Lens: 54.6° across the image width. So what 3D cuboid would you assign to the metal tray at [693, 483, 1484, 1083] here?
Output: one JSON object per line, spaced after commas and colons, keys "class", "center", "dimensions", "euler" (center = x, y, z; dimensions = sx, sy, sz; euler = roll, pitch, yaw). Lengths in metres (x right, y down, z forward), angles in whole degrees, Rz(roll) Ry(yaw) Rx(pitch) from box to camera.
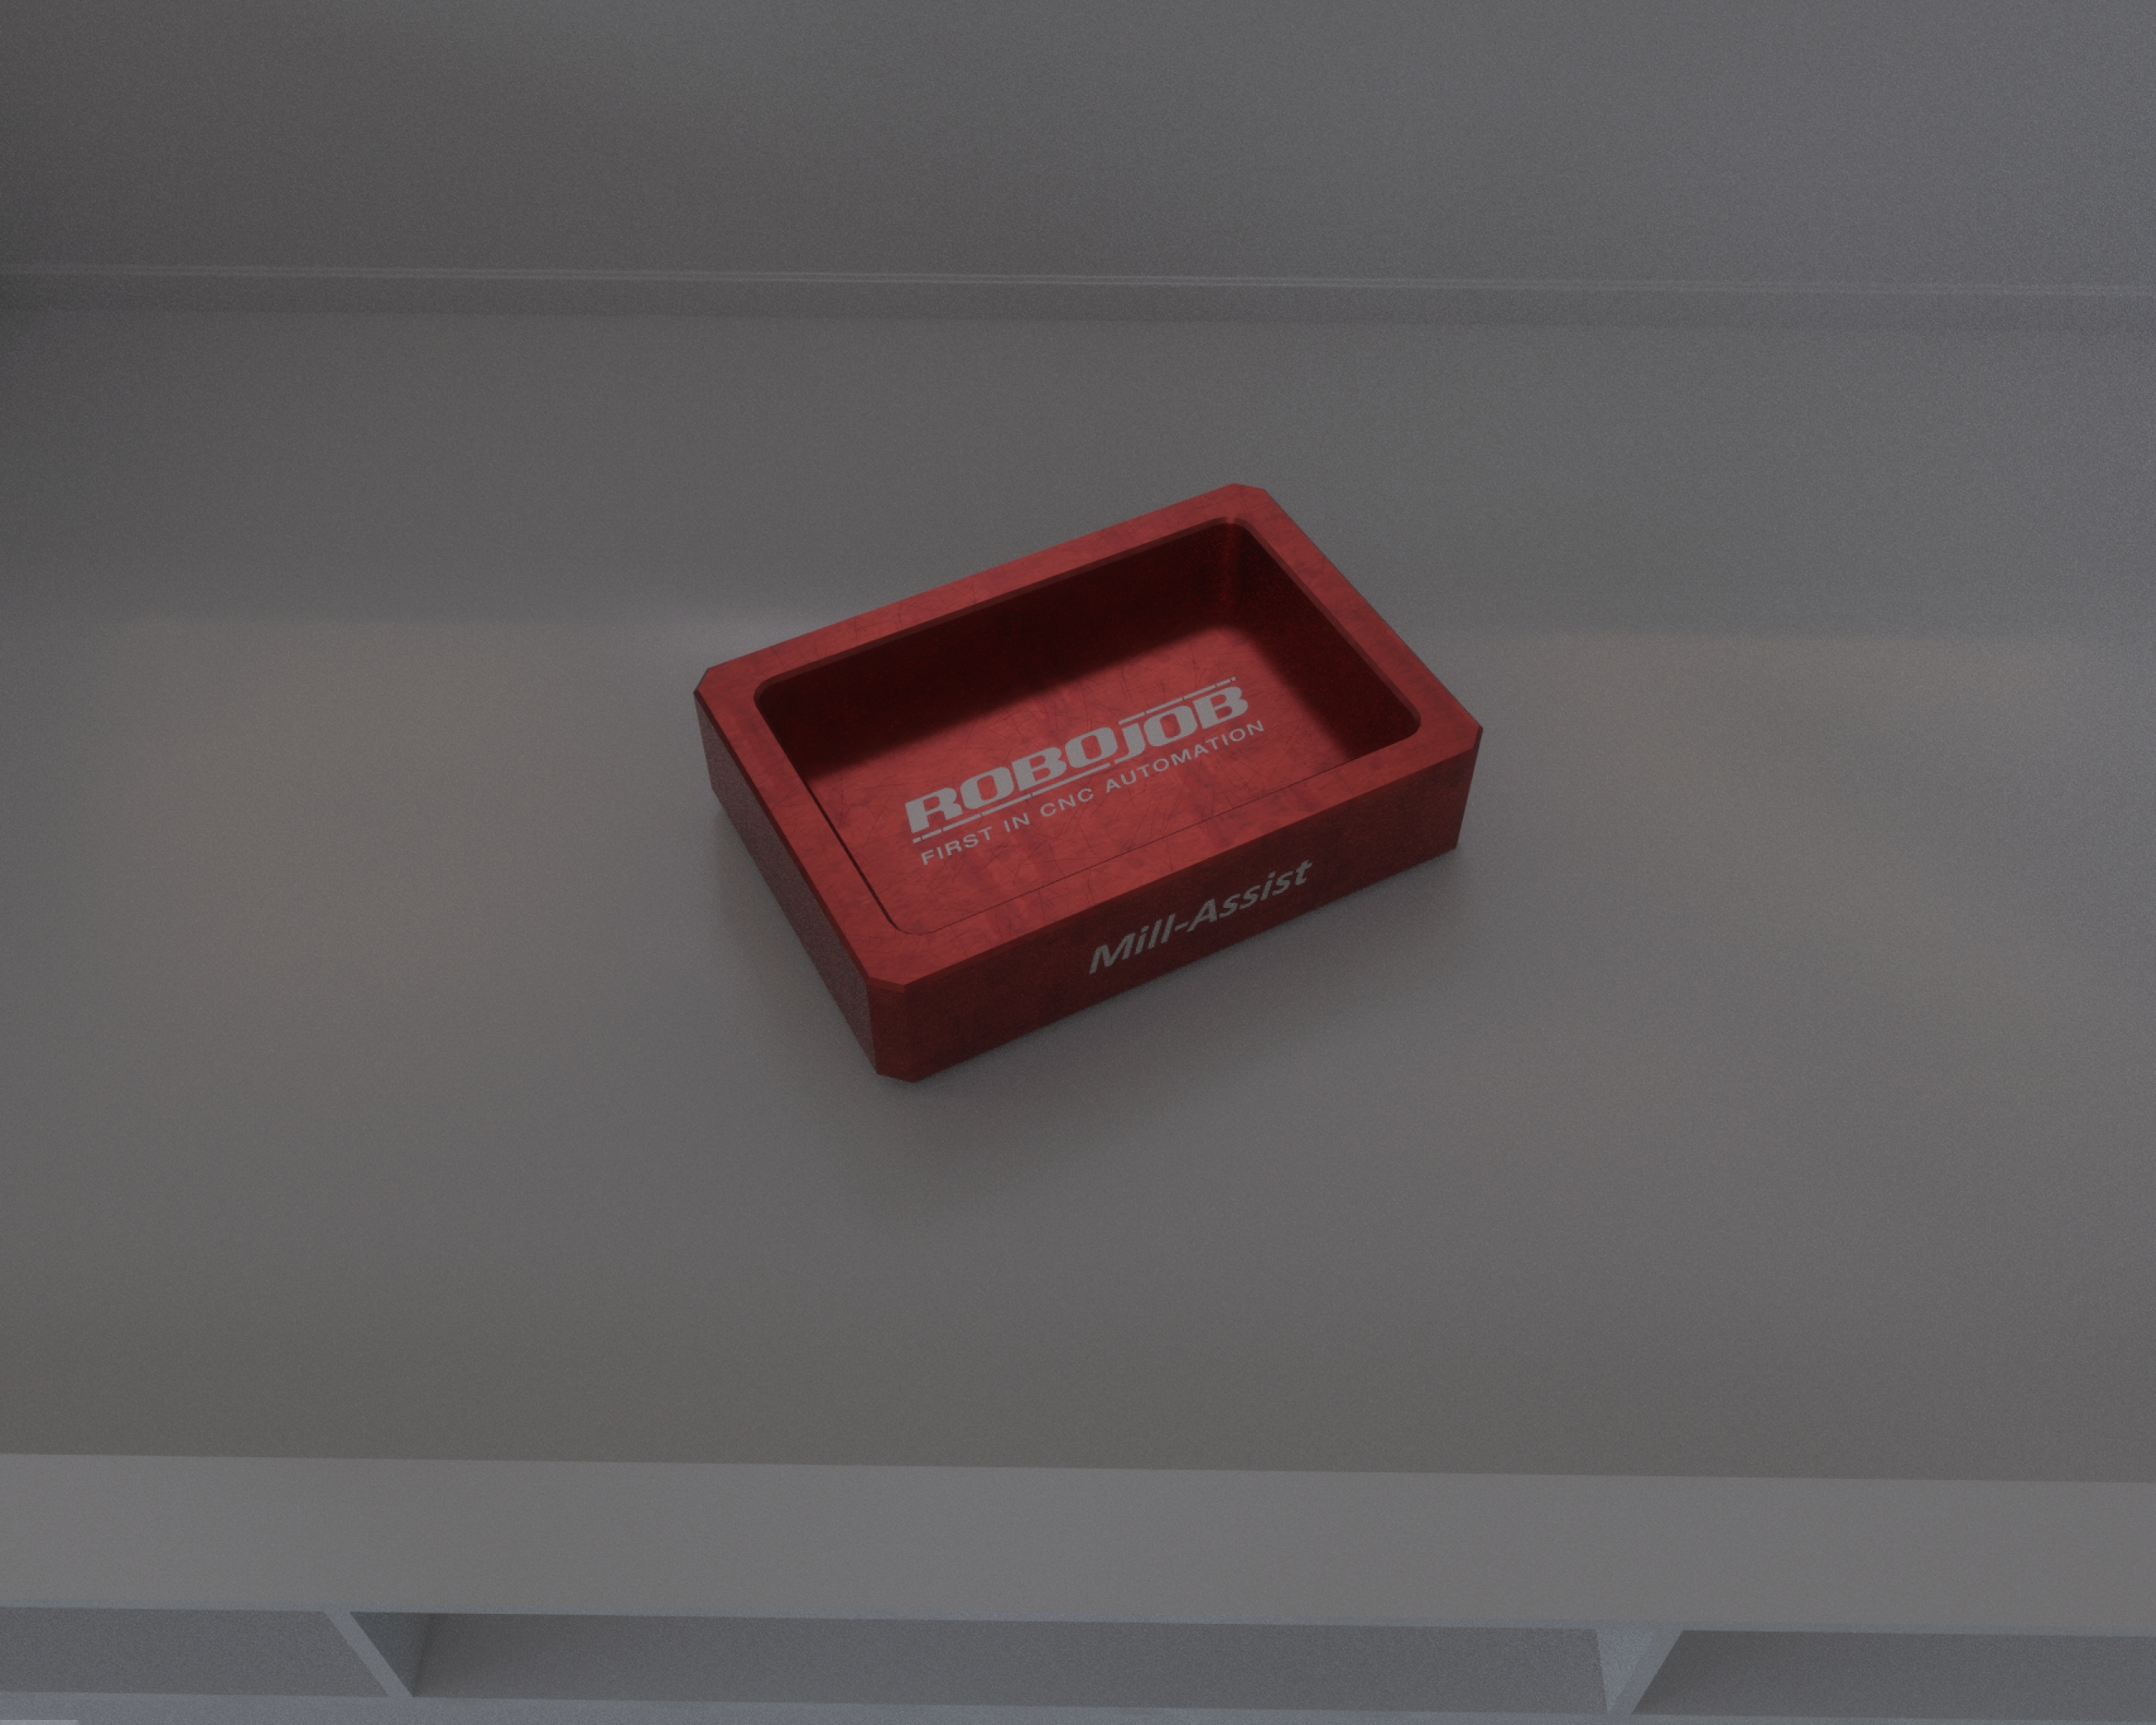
{"class": "metal tray", "center": [0.002, -0.021, 0.415], "dimensions": [0.131, 0.030, 0.090], "euler": [-22, 54, -18]}
